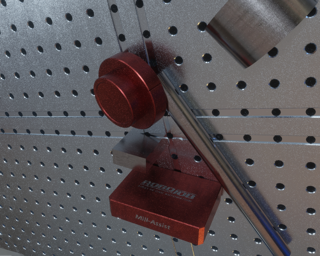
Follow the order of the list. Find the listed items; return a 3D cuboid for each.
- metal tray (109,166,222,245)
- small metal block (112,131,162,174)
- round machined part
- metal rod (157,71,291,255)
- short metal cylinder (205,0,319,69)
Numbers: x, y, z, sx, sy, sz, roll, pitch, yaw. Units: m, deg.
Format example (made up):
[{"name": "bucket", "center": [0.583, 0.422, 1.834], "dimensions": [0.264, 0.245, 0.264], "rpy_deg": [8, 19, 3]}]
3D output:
[{"name": "metal tray", "center": [0.009, 0.097, 0.422], "dimensions": [0.130, 0.090, 0.030], "rpy_deg": [12, 122, 21]}, {"name": "small metal block", "center": [-0.031, 0.032, 0.430], "dimensions": [0.050, 0.050, 0.025], "rpy_deg": [14, 124, 20]}, {"name": "round machined part", "center": [-0.043, -0.039, 0.378], "dimensions": [0.098, 0.042, 0.097], "rpy_deg": [31, 141, 29]}, {"name": "metal rod", "center": [0.081, 0.056, 0.401], "dimensions": [0.025, 0.025, 0.299], "rpy_deg": [-29, 103, 37]}, {"name": "short metal cylinder", "center": [0.086, -0.098, 0.269], "dimensions": [0.050, 0.080, 0.080], "rpy_deg": [45, 129, -3]}]
